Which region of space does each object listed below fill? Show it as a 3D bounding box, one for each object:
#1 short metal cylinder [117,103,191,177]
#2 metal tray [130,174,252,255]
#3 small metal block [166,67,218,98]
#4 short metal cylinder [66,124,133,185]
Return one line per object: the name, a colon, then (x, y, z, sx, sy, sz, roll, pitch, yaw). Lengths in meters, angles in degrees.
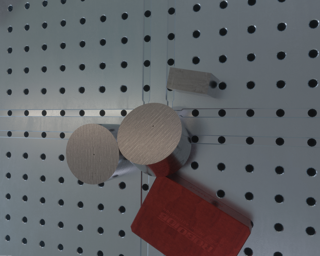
short metal cylinder: (-0.006, 0.015, 0.386, 0.080, 0.050, 0.080, -7, 63, 15)
metal tray: (0.038, 0.126, 0.396, 0.130, 0.030, 0.090, 30, 100, 17)
small metal block: (0.041, -0.055, 0.385, 0.050, 0.050, 0.025, 12, 94, 19)
short metal cylinder: (-0.080, 0.034, 0.428, 0.080, 0.050, 0.080, 0, 90, 20)
